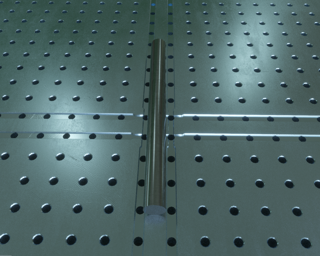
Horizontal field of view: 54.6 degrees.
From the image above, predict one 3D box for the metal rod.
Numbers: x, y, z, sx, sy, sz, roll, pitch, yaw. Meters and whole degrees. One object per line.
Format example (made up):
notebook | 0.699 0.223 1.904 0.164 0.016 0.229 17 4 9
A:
metal rod | -0.004 -0.026 0.430 0.025 0.025 0.300 1 50 0
